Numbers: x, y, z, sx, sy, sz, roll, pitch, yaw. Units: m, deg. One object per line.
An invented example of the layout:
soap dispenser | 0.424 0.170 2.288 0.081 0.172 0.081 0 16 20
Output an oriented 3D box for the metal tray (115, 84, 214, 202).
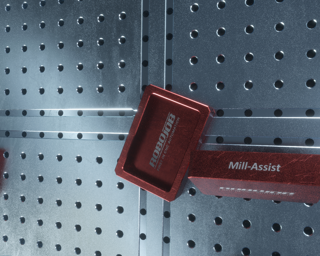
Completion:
metal tray | 0.005 0.018 0.407 0.090 0.030 0.129 23 98 18

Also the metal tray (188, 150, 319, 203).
metal tray | 0.104 0.054 0.338 0.130 0.090 0.030 1 68 19
